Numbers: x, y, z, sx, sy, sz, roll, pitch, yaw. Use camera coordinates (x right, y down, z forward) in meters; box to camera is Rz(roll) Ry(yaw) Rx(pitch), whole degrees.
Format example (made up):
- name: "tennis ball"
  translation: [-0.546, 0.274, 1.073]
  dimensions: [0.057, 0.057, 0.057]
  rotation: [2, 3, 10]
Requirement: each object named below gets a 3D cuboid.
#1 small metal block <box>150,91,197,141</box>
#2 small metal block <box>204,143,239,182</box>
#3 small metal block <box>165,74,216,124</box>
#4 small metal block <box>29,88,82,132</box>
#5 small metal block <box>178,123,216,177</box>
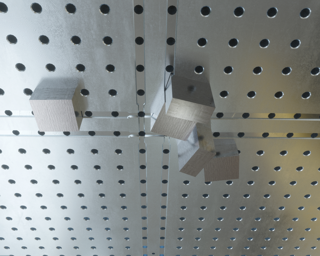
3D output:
- name: "small metal block"
  translation: [0.020, -0.015, 0.400]
  dimensions: [0.050, 0.025, 0.050]
  rotation: [16, 128, -14]
- name: "small metal block"
  translation: [0.089, 0.052, 0.457]
  dimensions: [0.050, 0.025, 0.050]
  rotation: [-7, 130, 5]
- name: "small metal block"
  translation: [0.034, -0.035, 0.366]
  dimensions: [0.050, 0.050, 0.025]
  rotation: [12, 129, -11]
- name: "small metal block"
  translation: [-0.129, -0.022, 0.391]
  dimensions: [0.050, 0.025, 0.050]
  rotation: [0, 130, 0]
- name: "small metal block"
  translation: [0.048, 0.029, 0.421]
  dimensions: [0.025, 0.050, 0.050]
  rotation: [22, 127, -18]
